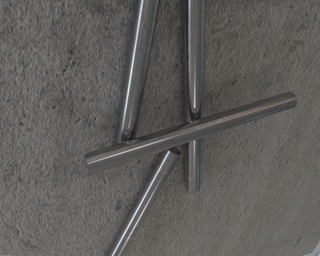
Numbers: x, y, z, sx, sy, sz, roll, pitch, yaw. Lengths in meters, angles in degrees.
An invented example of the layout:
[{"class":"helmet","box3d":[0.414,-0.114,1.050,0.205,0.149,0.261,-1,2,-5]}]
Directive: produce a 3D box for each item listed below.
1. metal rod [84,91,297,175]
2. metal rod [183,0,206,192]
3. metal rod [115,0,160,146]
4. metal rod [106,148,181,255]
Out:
[{"class":"metal rod","box3d":[0.053,0.000,0.401,0.302,0.025,0.025,-17,125,-19]},{"class":"metal rod","box3d":[0.044,-0.031,0.411,0.025,0.025,0.298,-17,125,-19]},{"class":"metal rod","box3d":[-0.020,-0.098,0.335,0.025,0.025,0.298,-3,120,-27]},{"class":"metal rod","box3d":[-0.048,0.157,0.477,0.025,0.025,0.298,16,110,-35]}]
